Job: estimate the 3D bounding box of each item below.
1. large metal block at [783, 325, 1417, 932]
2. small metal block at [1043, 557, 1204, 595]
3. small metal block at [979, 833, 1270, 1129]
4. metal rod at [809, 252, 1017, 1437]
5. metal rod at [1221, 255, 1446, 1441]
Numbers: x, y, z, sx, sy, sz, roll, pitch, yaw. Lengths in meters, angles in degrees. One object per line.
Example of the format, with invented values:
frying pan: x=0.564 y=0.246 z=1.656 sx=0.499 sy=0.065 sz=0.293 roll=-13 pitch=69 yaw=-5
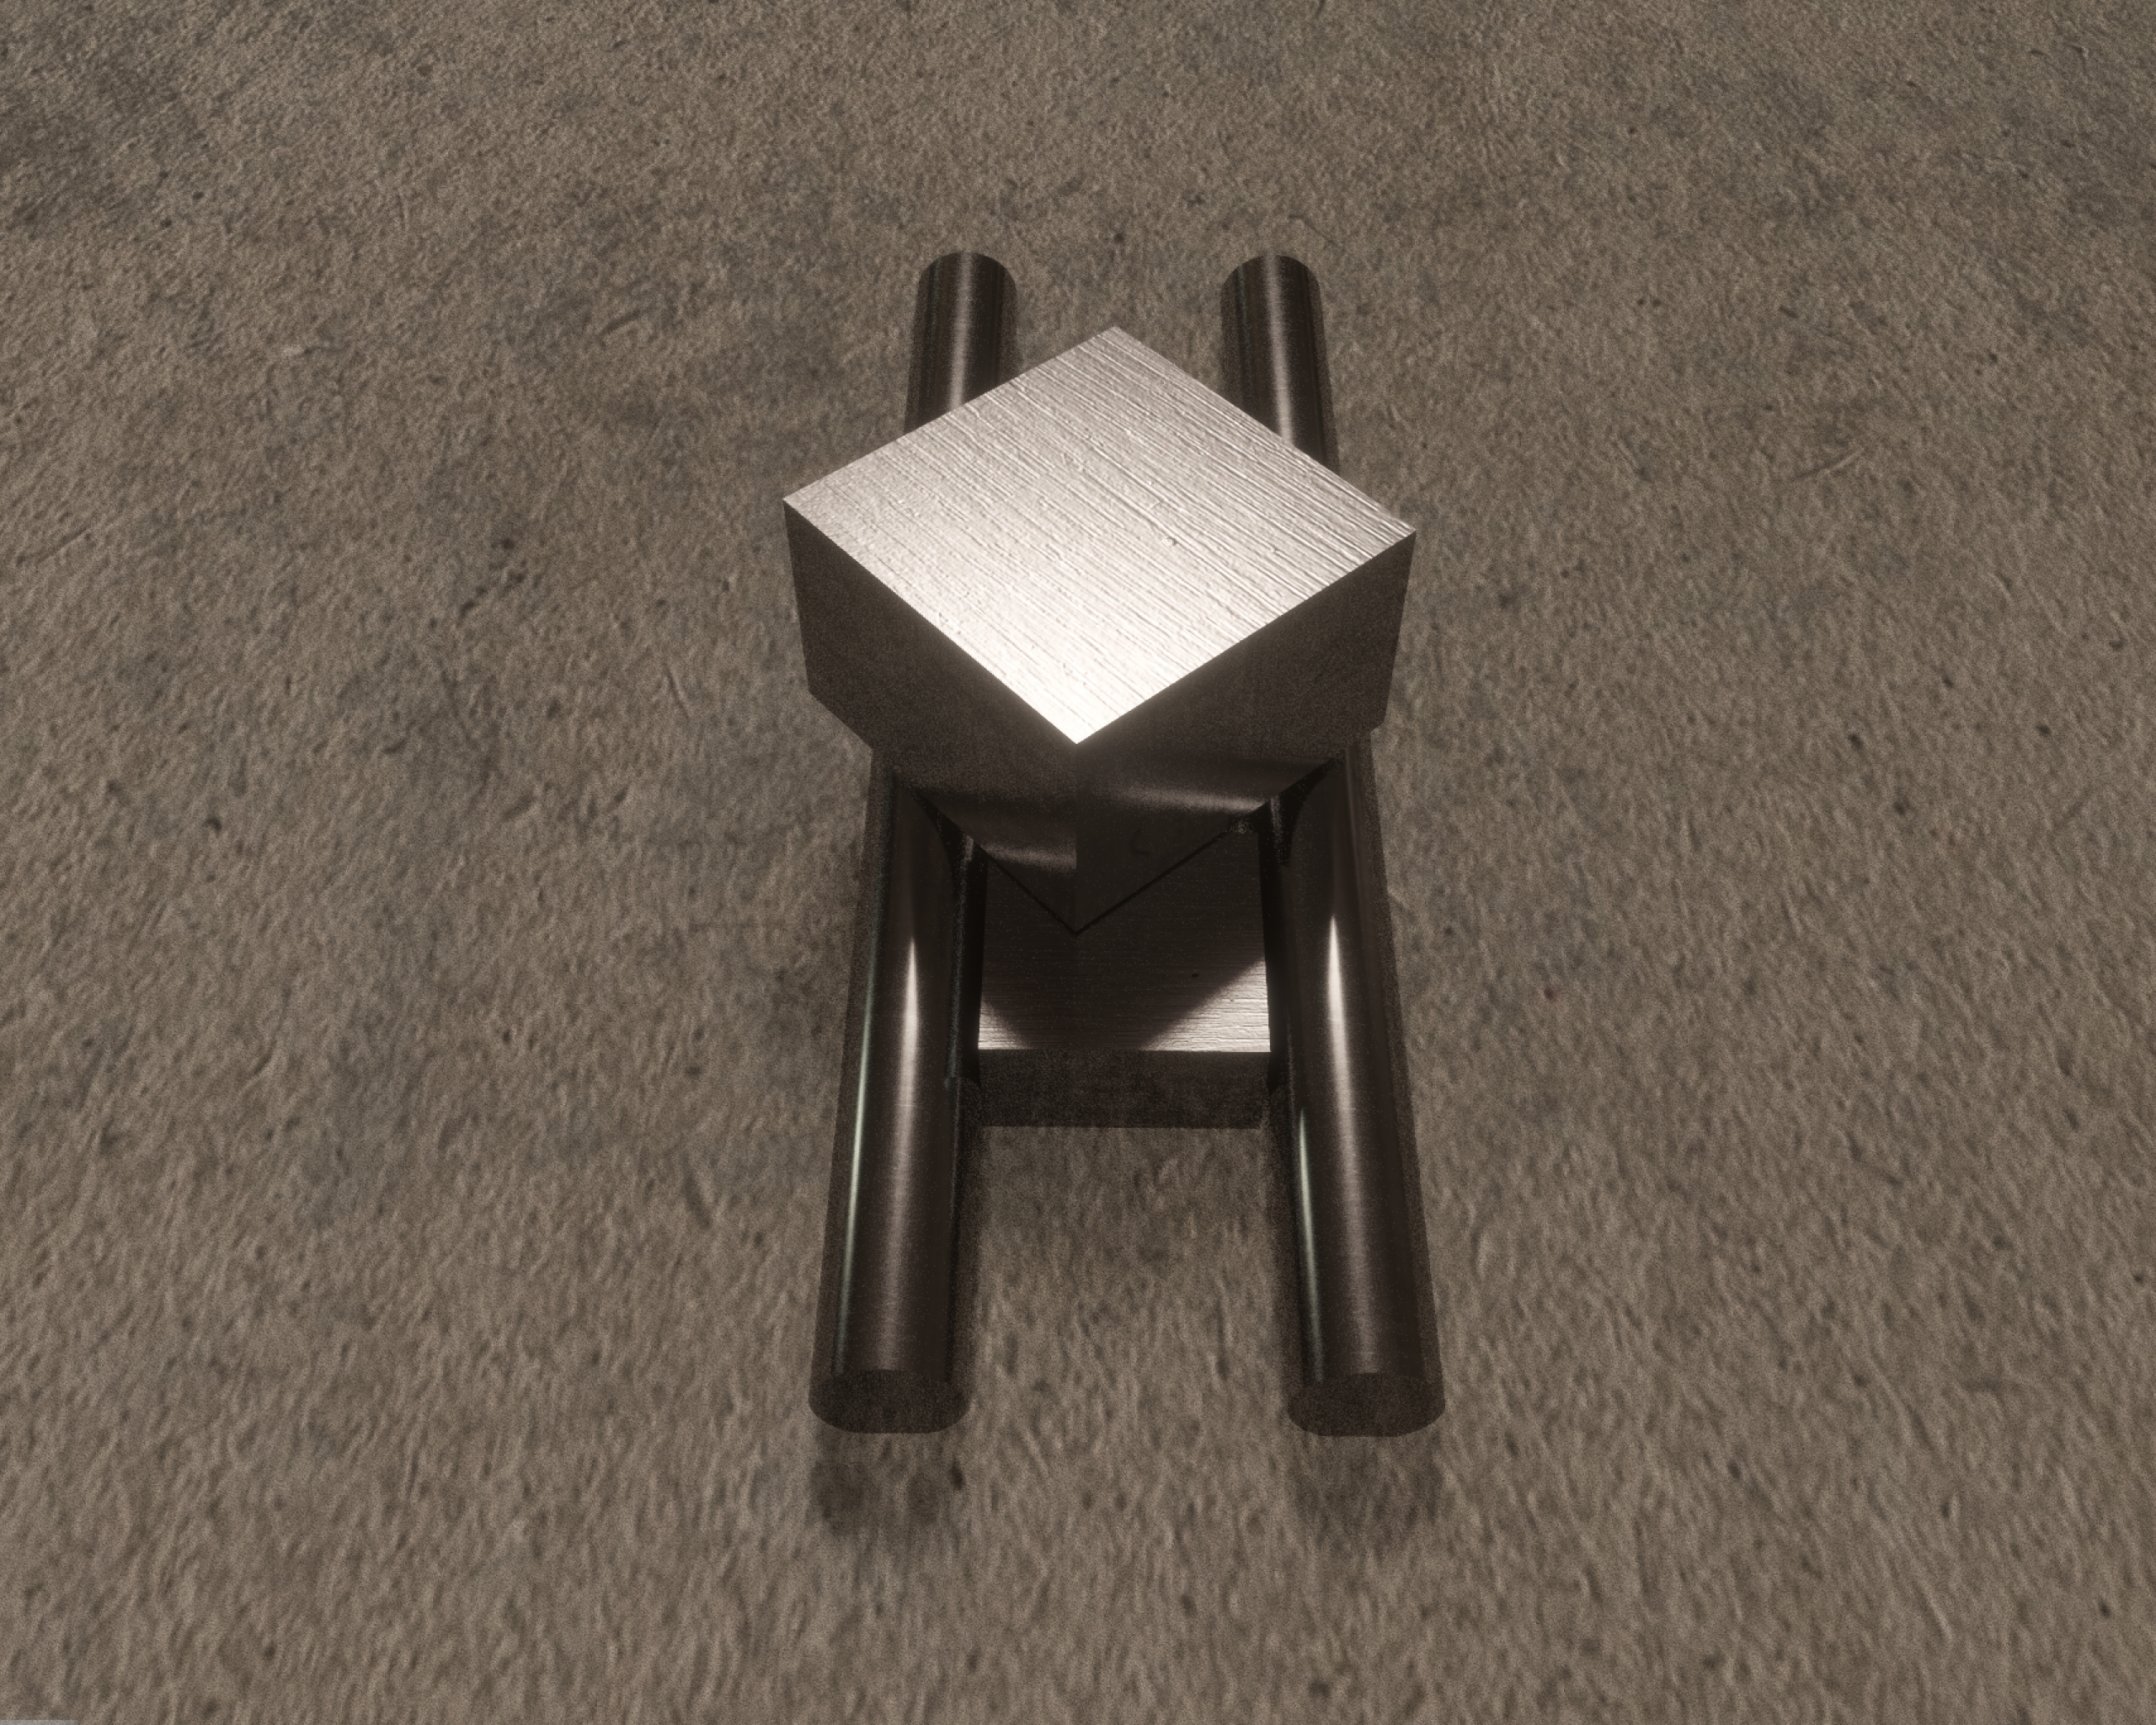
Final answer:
large metal block: x=0.004 y=-0.047 z=0.393 sx=0.080 sy=0.050 sz=0.080 roll=-34 pitch=58 yaw=-25
small metal block: x=0.009 y=-0.068 z=0.460 sx=0.050 sy=0.025 sz=0.050 roll=1 pitch=50 yaw=0
small metal block: x=0.008 y=0.021 z=0.386 sx=0.050 sy=0.025 sz=0.050 roll=1 pitch=50 yaw=0
metal rod: x=-0.029 y=-0.028 z=0.429 sx=0.025 sy=0.025 sz=0.300 roll=1 pitch=50 yaw=0
metal rod: x=0.047 y=-0.028 z=0.429 sx=0.025 sy=0.025 sz=0.300 roll=1 pitch=50 yaw=0
